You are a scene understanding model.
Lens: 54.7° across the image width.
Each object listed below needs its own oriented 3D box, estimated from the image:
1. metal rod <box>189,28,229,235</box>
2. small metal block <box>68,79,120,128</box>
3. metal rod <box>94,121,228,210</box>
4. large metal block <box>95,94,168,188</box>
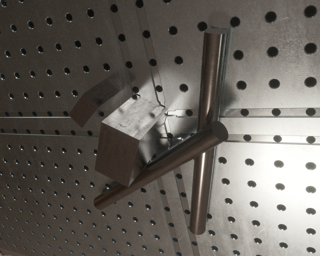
[{"bbox_3d":[0.058,0.027,0.396,0.025,0.025,0.298,13,124,20],"label":"metal rod"},{"bbox_3d":[-0.089,-0.034,0.419,0.025,0.050,0.050,45,129,-3],"label":"small metal block"},{"bbox_3d":[-0.020,0.068,0.442,0.025,0.025,0.299,48,134,-6],"label":"metal rod"},{"bbox_3d":[-0.037,0.015,0.403,0.050,0.080,0.079,25,127,12],"label":"large metal block"}]
